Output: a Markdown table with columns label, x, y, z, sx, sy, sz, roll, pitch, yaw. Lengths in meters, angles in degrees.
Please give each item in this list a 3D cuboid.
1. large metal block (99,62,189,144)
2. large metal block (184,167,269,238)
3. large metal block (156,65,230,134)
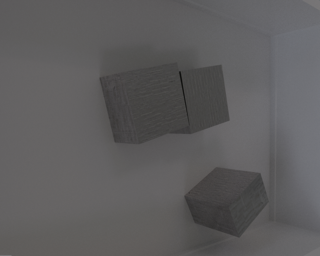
| label | x | y | z | sx | sy | sz | roll | pitch | yaw |
| --- | --- | --- | --- | --- | --- | --- | --- | --- | --- |
| large metal block | -0.017 | -0.031 | 0.376 | 0.081 | 0.050 | 0.080 | -19 | 103 | -38 |
| large metal block | 0.097 | 0.104 | 0.452 | 0.081 | 0.080 | 0.050 | -33 | 111 | -35 |
| large metal block | 0.046 | -0.040 | 0.429 | 0.081 | 0.050 | 0.079 | -17 | 101 | -39 |
